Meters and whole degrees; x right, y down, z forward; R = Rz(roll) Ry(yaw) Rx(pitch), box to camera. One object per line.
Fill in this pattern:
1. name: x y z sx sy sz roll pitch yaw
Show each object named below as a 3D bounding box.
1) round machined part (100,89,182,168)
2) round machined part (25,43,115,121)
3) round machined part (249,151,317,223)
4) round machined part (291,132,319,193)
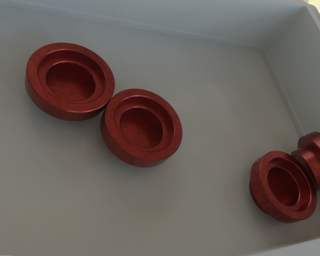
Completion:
1. round machined part: -0.025 0.003 0.380 0.099 0.042 0.098 14 56 -21
2. round machined part: -0.107 -0.050 0.368 0.099 0.042 0.098 14 56 -21
3. round machined part: 0.166 0.085 0.435 0.099 0.042 0.098 14 56 -21
4. round machined part: 0.235 0.058 0.466 0.042 0.098 0.098 -23 71 1
